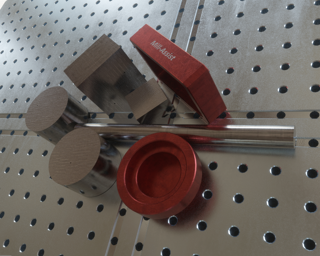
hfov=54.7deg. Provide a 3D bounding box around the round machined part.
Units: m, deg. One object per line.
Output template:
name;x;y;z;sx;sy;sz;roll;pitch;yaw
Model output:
round machined part;0.003;0.057;0.361;0.098;0.042;0.098;-13;56;21

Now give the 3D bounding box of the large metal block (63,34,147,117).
large metal block;-0.079;-0.077;0.462;0.080;0.080;0.050;-44;52;-2

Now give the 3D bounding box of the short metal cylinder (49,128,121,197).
short metal cylinder;-0.100;0.046;0.416;0.080;0.050;0.080;-13;56;21

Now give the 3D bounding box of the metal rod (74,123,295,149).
metal rod;0.010;0.007;0.398;0.300;0.025;0.025;1;62;28

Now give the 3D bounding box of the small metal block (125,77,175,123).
small metal block;-0.015;-0.036;0.439;0.050;0.025;0.050;-34;51;6

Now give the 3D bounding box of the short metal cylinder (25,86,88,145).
short metal cylinder;-0.162;-0.018;0.488;0.080;0.050;0.080;-13;56;21

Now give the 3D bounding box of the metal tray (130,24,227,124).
metal tray;0.022;-0.070;0.398;0.030;0.090;0.130;-43;51;-1
